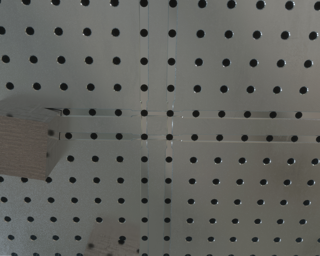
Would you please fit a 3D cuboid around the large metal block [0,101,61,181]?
[{"bbox_3d":[-0.180,0.016,0.405,0.080,0.050,0.079,9,110,-4],"label":"large metal block"}]

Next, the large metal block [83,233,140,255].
[{"bbox_3d":[-0.083,0.220,0.480,0.080,0.050,0.080,17,109,-6],"label":"large metal block"}]
